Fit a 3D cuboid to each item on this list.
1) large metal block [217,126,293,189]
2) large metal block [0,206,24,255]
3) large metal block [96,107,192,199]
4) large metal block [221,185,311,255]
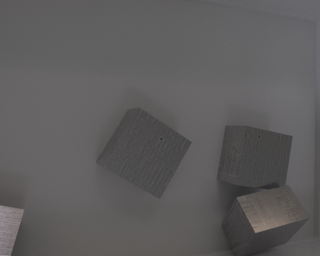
[{"bbox_3d":[0.136,0.043,0.447,0.081,0.050,0.080,11,86,-20],"label":"large metal block"},{"bbox_3d":[-0.192,0.120,0.309,0.081,0.050,0.080,17,54,-19],"label":"large metal block"},{"bbox_3d":[-0.021,0.030,0.389,0.080,0.050,0.080,33,79,-17],"label":"large metal block"},{"bbox_3d":[0.140,0.129,0.424,0.081,0.079,0.050,-9,49,-16],"label":"large metal block"}]
